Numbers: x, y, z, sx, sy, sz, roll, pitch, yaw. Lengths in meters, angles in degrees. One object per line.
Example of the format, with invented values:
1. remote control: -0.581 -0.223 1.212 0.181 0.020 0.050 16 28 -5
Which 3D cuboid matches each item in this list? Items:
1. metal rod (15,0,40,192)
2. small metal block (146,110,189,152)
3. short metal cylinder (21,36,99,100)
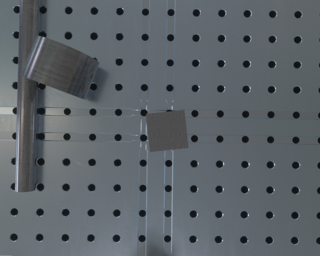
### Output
1. metal rod: -0.175 -0.066 0.411 0.025 0.025 0.298 2 90 0
2. small metal block: 0.009 0.004 0.414 0.050 0.025 0.050 -6 90 0
3. short metal cylinder: -0.123 -0.073 0.385 0.080 0.080 0.050 21 90 0
